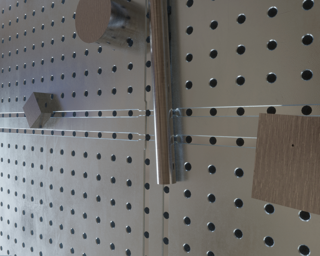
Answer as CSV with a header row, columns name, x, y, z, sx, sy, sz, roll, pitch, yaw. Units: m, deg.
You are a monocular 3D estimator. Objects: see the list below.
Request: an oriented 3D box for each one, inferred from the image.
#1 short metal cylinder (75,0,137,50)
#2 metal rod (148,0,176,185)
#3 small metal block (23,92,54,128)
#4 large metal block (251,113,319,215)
name,x,y,z,sx,sy,sz,roll,pitch,yaw
short metal cylinder,-0.080,-0.160,0.457,0.080,0.050,0.079,0,90,39
metal rod,0.001,-0.078,0.406,0.025,0.025,0.298,-5,87,39
small metal block,-0.238,-0.034,0.602,0.050,0.025,0.050,-42,65,31
large metal block,0.135,0.030,0.281,0.080,0.050,0.079,7,95,39
